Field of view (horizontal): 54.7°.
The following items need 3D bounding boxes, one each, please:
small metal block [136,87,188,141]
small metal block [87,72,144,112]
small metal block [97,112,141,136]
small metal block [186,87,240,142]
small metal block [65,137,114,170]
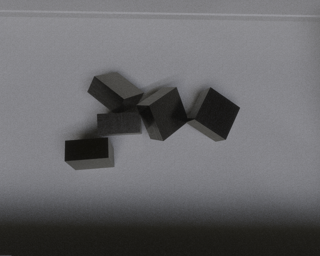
[{"bbox_3d":[0.004,-0.019,0.395,0.050,0.025,0.050,-37,117,-33],"label":"small metal block"},{"bbox_3d":[-0.058,-0.047,0.411,0.050,0.050,0.025,38,118,12],"label":"small metal block"},{"bbox_3d":[-0.050,-0.004,0.395,0.050,0.050,0.025,-3,87,-1],"label":"small metal block"},{"bbox_3d":[0.070,-0.017,0.407,0.050,0.025,0.050,32,72,-14],"label":"small metal block"},{"bbox_3d":[-0.085,0.033,0.383,0.050,0.050,0.025,-4,70,-2],"label":"small metal block"}]
